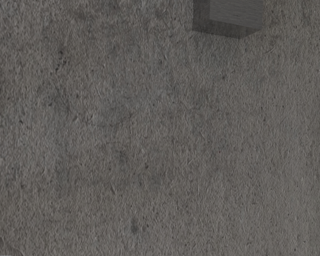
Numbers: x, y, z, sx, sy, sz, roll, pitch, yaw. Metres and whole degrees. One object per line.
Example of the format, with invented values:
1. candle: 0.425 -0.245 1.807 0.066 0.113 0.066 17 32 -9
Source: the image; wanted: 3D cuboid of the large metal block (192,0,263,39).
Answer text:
1. large metal block: 0.094 -0.176 0.430 0.081 0.050 0.080 3 89 -20
